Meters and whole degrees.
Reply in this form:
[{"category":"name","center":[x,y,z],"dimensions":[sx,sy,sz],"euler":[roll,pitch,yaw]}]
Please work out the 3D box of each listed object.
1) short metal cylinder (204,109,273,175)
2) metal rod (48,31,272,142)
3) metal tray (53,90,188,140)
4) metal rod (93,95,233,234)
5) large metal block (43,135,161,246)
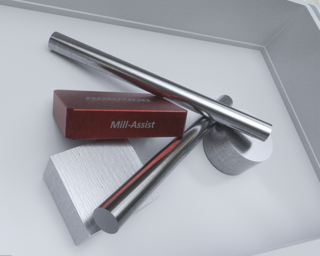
[{"category":"short metal cylinder","center":[0.109,0.020,0.435],"dimensions":[0.081,0.050,0.080],"euler":[14,56,-21]},{"category":"metal rod","center":[0.000,-0.054,0.400],"dimensions":[0.301,0.025,0.025],"euler":[24,52,1]},{"category":"metal tray","center":[-0.047,-0.017,0.351],"dimensions":[0.131,0.030,0.090],"euler":[-1,18,-27]},{"category":"metal rod","center":[0.029,0.017,0.364],"dimensions":[0.025,0.025,0.302],"euler":[47,37,4]},{"category":"large metal block","center":[-0.060,0.059,0.316],"dimensions":[0.081,0.050,0.080],"euler":[-21,73,-36]}]
